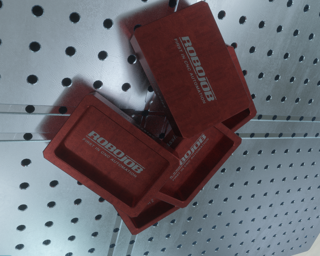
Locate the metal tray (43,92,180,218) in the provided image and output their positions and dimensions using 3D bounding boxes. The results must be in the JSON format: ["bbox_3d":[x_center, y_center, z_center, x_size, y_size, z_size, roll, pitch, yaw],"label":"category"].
[{"bbox_3d":[-0.054,0.031,0.359,0.130,0.030,0.090,37,98,-9],"label":"metal tray"}]

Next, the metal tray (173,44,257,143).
[{"bbox_3d":[0.075,-0.041,0.425,0.090,0.030,0.130,-37,130,-4],"label":"metal tray"}]

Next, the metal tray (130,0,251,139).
[{"bbox_3d":[0.035,-0.064,0.350,0.091,0.030,0.129,-27,98,-12],"label":"metal tray"}]

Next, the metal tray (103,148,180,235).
[{"bbox_3d":[-0.026,0.090,0.451,0.090,0.030,0.129,-29,129,-10],"label":"metal tray"}]

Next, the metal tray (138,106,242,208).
[{"bbox_3d":[0.039,0.041,0.418,0.090,0.030,0.130,33,100,-39],"label":"metal tray"}]
